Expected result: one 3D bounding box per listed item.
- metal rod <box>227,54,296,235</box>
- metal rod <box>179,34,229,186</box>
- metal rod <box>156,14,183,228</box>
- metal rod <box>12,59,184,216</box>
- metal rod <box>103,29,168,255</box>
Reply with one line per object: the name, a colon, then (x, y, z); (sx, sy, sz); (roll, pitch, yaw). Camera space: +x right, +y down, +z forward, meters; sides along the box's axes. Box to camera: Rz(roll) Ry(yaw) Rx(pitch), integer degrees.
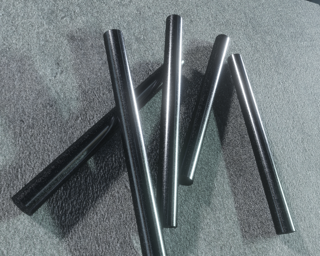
metal rod: (0.149, 0.007, 0.479); (0.025, 0.025, 0.299); (7, 59, -25)
metal rod: (0.071, -0.048, 0.470); (0.025, 0.025, 0.300); (29, 52, -10)
metal rod: (0.014, -0.027, 0.404); (0.025, 0.025, 0.299); (13, 63, -21)
metal rod: (-0.051, -0.014, 0.384); (0.025, 0.025, 0.301); (42, 51, 0)
metal rod: (-0.029, 0.022, 0.349); (0.025, 0.025, 0.299); (-3, 71, -29)
